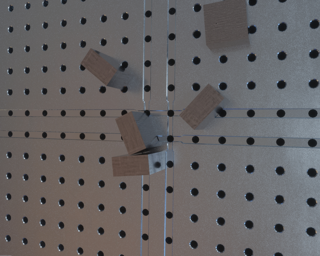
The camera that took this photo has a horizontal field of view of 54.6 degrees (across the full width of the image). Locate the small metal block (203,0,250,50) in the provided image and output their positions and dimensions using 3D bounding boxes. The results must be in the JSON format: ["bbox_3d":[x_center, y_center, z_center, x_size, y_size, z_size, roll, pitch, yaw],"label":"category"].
[{"bbox_3d":[0.083,-0.128,0.384,0.050,0.025,0.050,-5,89,20],"label":"small metal block"}]

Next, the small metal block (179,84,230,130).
[{"bbox_3d":[0.056,-0.024,0.380,0.025,0.050,0.050,46,104,14],"label":"small metal block"}]

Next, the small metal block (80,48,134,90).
[{"bbox_3d":[-0.071,-0.079,0.425,0.050,0.050,0.025,41,103,15],"label":"small metal block"}]

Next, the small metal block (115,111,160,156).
[{"bbox_3d":[-0.028,0.007,0.410,0.025,0.050,0.050,-24,82,18],"label":"small metal block"}]

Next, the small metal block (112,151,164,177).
[{"bbox_3d":[-0.028,0.047,0.410,0.050,0.050,0.025,-6,88,20],"label":"small metal block"}]
